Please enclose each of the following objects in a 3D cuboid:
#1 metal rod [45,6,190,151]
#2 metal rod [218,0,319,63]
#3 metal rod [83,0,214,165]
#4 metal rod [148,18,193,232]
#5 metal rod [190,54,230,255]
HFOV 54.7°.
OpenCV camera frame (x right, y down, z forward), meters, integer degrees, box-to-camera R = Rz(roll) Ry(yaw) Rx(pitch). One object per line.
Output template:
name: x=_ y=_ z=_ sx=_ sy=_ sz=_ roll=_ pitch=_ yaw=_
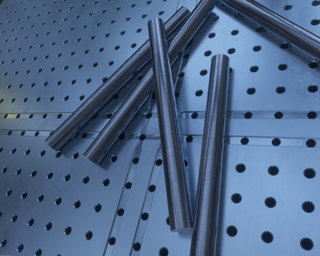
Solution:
metal rod: x=-0.062 y=-0.079 z=0.487 sx=0.300 sy=0.025 sz=0.025 roll=-45 pitch=51 yaw=-4
metal rod: x=0.150 y=-0.144 z=0.417 sx=0.025 sy=0.025 sz=0.300 roll=-39 pitch=51 yaw=2
metal rod: x=-0.011 y=-0.075 z=0.458 sx=0.025 sy=0.025 sz=0.300 roll=27 pitch=76 yaw=37
metal rod: x=0.009 y=-0.024 z=0.397 sx=0.025 sy=0.025 sz=0.299 roll=-16 pitch=61 yaw=18
metal rod: x=0.058 y=0.039 z=0.352 sx=0.025 sy=0.025 sz=0.299 roll=-4 pitch=60 yaw=26
